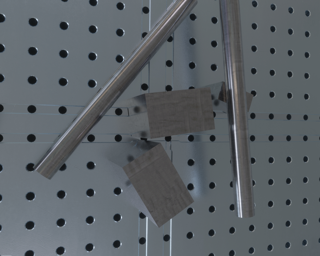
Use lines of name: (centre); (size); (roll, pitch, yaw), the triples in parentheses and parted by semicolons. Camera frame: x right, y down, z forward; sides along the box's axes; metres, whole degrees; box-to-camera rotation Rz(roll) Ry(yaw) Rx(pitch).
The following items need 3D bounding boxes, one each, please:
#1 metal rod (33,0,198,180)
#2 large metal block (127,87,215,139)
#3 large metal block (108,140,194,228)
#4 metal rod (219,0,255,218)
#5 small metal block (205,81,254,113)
metal rod: (-0.048, -0.063, 0.394); (0.025, 0.025, 0.300); (41, 77, -16)
large metal block: (0.011, -0.018, 0.387); (0.081, 0.080, 0.050); (-8, 93, -20)
large metal block: (-0.014, 0.063, 0.378); (0.050, 0.080, 0.080); (-33, 101, -17)
metal rod: (0.097, -0.037, 0.394); (0.025, 0.025, 0.298); (-5, 92, -20)
small metal block: (0.092, -0.041, 0.433); (0.050, 0.050, 0.025); (20, 84, -19)
